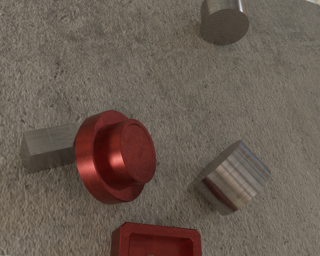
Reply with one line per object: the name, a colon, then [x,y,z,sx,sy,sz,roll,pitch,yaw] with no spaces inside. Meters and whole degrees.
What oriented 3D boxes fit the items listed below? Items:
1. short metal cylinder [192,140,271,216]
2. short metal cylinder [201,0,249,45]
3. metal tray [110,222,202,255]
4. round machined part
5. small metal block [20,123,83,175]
short metal cylinder: [0.086,0.060,0.378,0.050,0.080,0.080,47,51,4]
short metal cylinder: [0.113,-0.193,0.547,0.081,0.080,0.050,14,56,-21]
metal tray: [-0.003,0.163,0.298,0.091,0.030,0.130,13,56,-21]
round machined part: [-0.038,0.028,0.324,0.098,0.042,0.098,42,40,-49]
small metal block: [-0.111,0.021,0.315,0.050,0.050,0.025,-12,68,-33]
